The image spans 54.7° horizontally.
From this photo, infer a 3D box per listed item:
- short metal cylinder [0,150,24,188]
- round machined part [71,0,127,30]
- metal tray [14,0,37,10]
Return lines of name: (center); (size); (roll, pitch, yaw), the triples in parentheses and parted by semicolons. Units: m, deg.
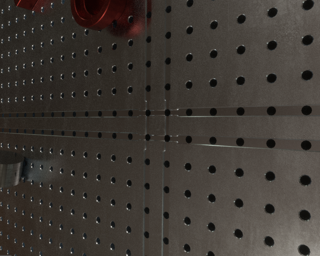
short metal cylinder: (-0.327, 0.083, 0.639); (0.080, 0.081, 0.050); (22, 104, 37)
round machined part: (-0.089, -0.197, 0.469); (0.098, 0.042, 0.097); (0, 90, 39)
metal tray: (-0.253, -0.312, 0.611); (0.130, 0.030, 0.090); (-37, 68, 33)
